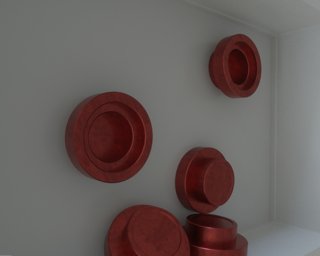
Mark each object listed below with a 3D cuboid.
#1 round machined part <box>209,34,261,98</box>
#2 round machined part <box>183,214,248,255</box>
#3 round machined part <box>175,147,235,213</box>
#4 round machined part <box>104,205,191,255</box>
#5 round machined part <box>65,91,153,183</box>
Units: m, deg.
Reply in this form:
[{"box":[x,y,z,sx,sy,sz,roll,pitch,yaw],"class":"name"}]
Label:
[{"box":[0.115,-0.095,0.492,0.099,0.042,0.097,0,90,-40],"class":"round machined part"},{"box":[0.067,0.144,0.415,0.099,0.098,0.042,6,89,-40],"class":"round machined part"},{"box":[0.072,0.078,0.456,0.099,0.042,0.097,0,90,-40],"class":"round machined part"},{"box":[-0.010,0.129,0.351,0.099,0.042,0.098,15,41,-13],"class":"round machined part"},{"box":[-0.059,0.010,0.346,0.099,0.042,0.097,0,90,-40],"class":"round machined part"}]
